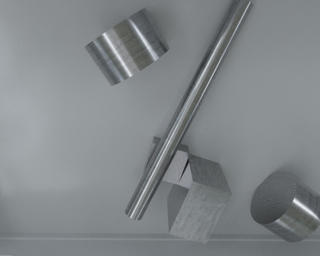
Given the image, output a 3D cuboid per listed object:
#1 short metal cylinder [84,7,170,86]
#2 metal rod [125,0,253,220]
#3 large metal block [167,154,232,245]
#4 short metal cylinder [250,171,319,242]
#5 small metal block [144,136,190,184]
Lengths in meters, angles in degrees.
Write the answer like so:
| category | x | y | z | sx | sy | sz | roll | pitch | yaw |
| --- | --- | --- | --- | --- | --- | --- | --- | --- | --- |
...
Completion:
| category | x | y | z | sx | sy | sz | roll | pitch | yaw |
| --- | --- | --- | --- | --- | --- | --- | --- | --- | --- |
| short metal cylinder | -0.036 | -0.091 | 0.348 | 0.080 | 0.080 | 0.050 | -30 | 108 | 10 |
| metal rod | 0.031 | -0.016 | 0.386 | 0.025 | 0.025 | 0.298 | 25 | 101 | -9 |
| large metal block | 0.048 | 0.092 | 0.417 | 0.050 | 0.080 | 0.079 | 19 | 109 | -7 |
| short metal cylinder | 0.172 | 0.107 | 0.424 | 0.050 | 0.080 | 0.080 | 35 | 106 | -12 |
| small metal block | 0.008 | 0.045 | 0.428 | 0.050 | 0.025 | 0.050 | 16 | 109 | -6 |
